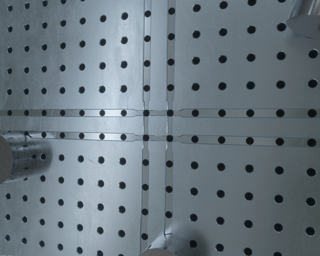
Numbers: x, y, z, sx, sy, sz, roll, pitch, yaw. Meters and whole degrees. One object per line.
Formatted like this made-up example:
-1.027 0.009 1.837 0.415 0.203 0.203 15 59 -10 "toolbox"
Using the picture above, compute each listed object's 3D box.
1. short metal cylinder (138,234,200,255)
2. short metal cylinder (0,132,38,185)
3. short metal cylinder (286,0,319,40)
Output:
0.010 0.184 0.396 0.080 0.050 0.079 0 90 20 "short metal cylinder"
-0.242 0.046 0.485 0.080 0.050 0.079 0 90 20 "short metal cylinder"
0.180 -0.126 0.320 0.080 0.080 0.050 20 97 19 "short metal cylinder"
